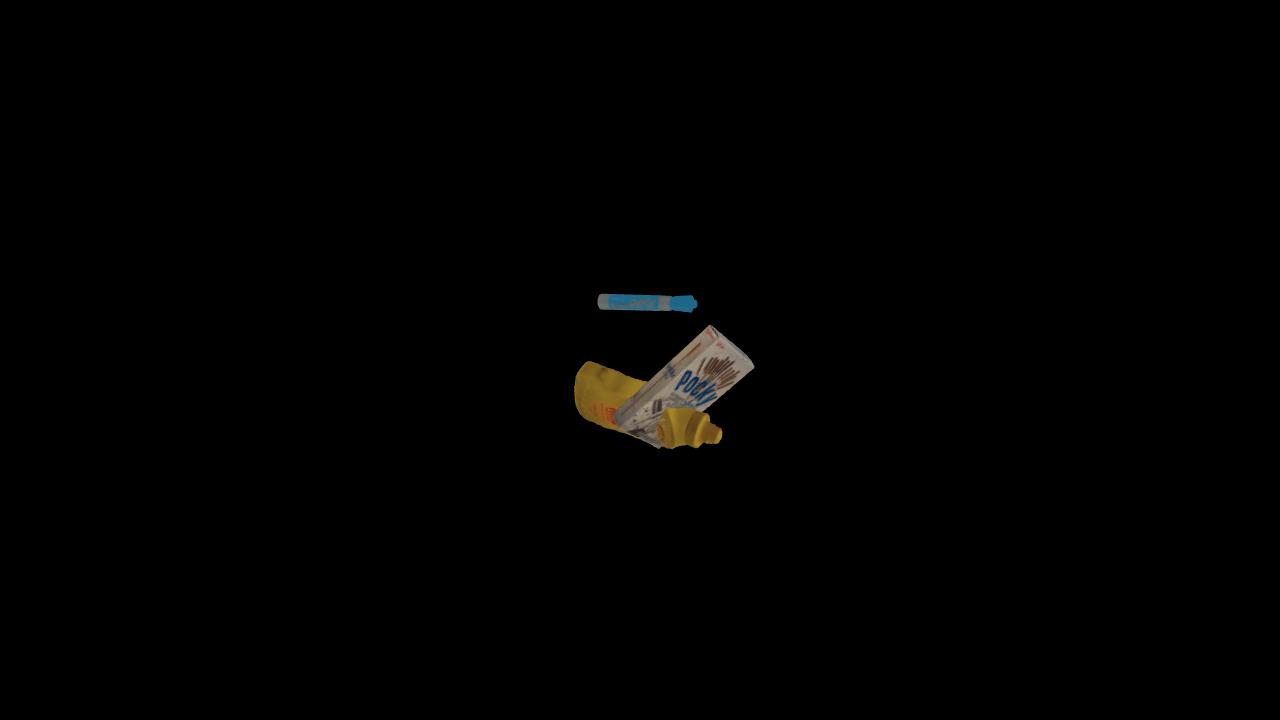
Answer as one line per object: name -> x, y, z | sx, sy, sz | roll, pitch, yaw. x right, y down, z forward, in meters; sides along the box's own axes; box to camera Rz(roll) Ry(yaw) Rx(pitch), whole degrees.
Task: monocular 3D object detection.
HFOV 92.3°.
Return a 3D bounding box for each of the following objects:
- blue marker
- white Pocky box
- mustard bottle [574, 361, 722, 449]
blue marker -> 0.008, -0.065, 0.695 | 0.121, 0.020, 0.020 | 4, 2, 28
white Pocky box -> 0.049, 0.034, 0.702 | 0.084, 0.154, 0.028 | 34, 19, -44
mustard bottle -> 0.012, 0.063, 0.737 | 0.184, 0.092, 0.054 | 18, 44, 23
